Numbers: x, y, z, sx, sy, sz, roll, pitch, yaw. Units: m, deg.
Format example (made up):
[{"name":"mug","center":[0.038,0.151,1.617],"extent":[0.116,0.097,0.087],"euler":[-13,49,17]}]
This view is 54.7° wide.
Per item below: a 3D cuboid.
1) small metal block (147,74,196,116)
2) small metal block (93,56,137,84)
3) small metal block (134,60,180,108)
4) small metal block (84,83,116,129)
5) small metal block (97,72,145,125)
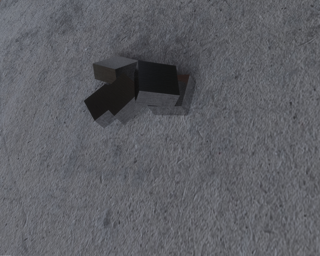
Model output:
[{"name":"small metal block","center":[0.017,-0.044,0.423],"extent":[0.050,0.025,0.050],"euler":[2,63,29]},{"name":"small metal block","center":[-0.067,-0.090,0.479],"extent":[0.050,0.025,0.050],"euler":[20,36,35]},{"name":"small metal block","center":[-0.005,-0.056,0.393],"extent":[0.050,0.025,0.050],"euler":[5,56,-15]},{"name":"small metal block","center":[-0.080,-0.035,0.467],"extent":[0.050,0.025,0.050],"euler":[-38,51,2]},{"name":"small metal block","center":[-0.049,-0.040,0.421],"extent":[0.050,0.025,0.050],"euler":[-44,51,-3]}]
